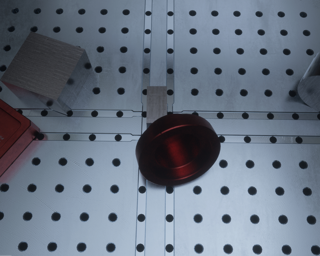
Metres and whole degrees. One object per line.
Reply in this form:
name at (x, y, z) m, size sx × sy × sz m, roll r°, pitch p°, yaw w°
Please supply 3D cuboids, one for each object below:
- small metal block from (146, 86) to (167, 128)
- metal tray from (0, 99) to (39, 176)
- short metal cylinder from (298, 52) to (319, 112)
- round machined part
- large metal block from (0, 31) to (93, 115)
small metal block at (-0.004, -0.021, 0.406) m, size 0.025 × 0.050 × 0.050 m, roll 0°, pitch 70°, yaw 0°
metal tray at (-0.241, -0.003, 0.408) m, size 0.130 × 0.030 × 0.090 m, roll 33°, pitch 73°, yaw 11°
short metal cylinder at (0.231, -0.059, 0.406) m, size 0.080 × 0.080 × 0.050 m, roll 32°, pitch 73°, yaw 11°
round machined part at (0.019, 0.021, 0.372) m, size 0.099 × 0.097 × 0.042 m, roll -15°, pitch 42°, yaw -6°
large metal block at (-0.151, -0.074, 0.424) m, size 0.080 × 0.050 × 0.080 m, roll 20°, pitch 71°, yaw 7°
